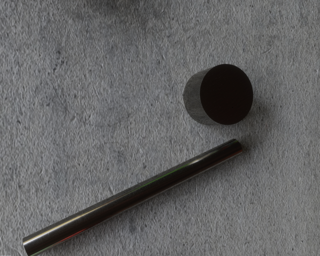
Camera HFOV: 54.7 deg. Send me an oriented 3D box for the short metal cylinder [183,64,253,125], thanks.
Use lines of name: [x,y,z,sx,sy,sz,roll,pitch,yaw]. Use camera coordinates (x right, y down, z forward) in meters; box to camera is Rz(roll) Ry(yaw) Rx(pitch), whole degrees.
short metal cylinder: [0.079,-0.044,0.426,0.081,0.050,0.079,0,90,-21]

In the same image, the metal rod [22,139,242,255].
metal rod: [-0.020,0.082,0.402,0.302,0.025,0.025,-23,98,-19]
